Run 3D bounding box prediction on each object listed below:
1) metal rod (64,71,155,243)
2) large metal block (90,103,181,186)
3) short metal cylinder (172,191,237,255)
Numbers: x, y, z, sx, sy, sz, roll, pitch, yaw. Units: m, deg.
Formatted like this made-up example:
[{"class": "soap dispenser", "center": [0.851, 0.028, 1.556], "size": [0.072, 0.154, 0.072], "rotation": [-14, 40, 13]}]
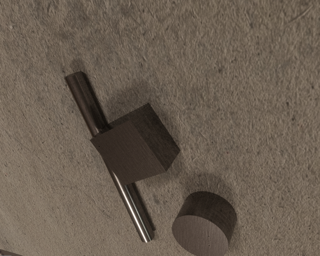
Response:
[{"class": "metal rod", "center": [-0.070, 0.057, 0.476], "size": [0.025, 0.025, 0.298], "rotation": [-7, 115, 31]}, {"class": "large metal block", "center": [-0.033, 0.024, 0.421], "size": [0.080, 0.050, 0.080], "rotation": [-24, 106, 36]}, {"class": "short metal cylinder", "center": [0.064, 0.138, 0.441], "size": [0.080, 0.050, 0.079], "rotation": [13, 124, 20]}]
